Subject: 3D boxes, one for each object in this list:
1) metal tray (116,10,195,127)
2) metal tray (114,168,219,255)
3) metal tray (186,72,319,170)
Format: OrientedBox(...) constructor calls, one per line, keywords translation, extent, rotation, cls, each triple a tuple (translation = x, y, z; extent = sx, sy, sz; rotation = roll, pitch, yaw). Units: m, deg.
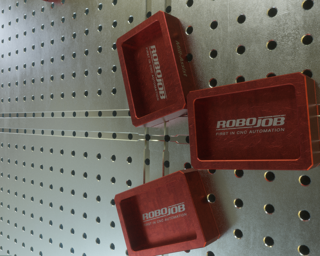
OrientedBox(translation=(-0.007, -0.074, 0.409), extent=(0.090, 0.030, 0.129), rotation=(-20, 77, 38), cls="metal tray")
OrientedBox(translation=(0.002, 0.114, 0.402), extent=(0.130, 0.030, 0.090), rotation=(-27, 73, 36), cls="metal tray")
OrientedBox(translation=(0.092, -0.002, 0.328), extent=(0.130, 0.030, 0.089), rotation=(-6, 86, 39), cls="metal tray")
